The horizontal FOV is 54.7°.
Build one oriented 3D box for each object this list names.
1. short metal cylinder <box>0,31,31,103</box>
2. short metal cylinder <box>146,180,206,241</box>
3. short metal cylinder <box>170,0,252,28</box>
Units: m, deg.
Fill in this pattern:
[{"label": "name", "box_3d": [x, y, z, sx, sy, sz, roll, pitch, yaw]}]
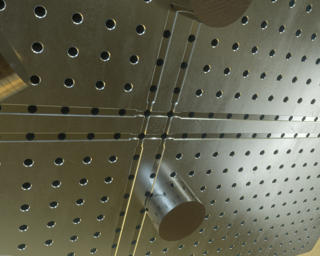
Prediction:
[{"label": "short metal cylinder", "box_3d": [-0.153, -0.057, 0.257, 0.050, 0.080, 0.080, -31, 129, -9]}, {"label": "short metal cylinder", "box_3d": [0.024, 0.130, 0.489, 0.081, 0.050, 0.079, -14, 124, -21]}, {"label": "short metal cylinder", "box_3d": [0.054, -0.153, 0.330, 0.081, 0.050, 0.079, -14, 124, -21]}]
